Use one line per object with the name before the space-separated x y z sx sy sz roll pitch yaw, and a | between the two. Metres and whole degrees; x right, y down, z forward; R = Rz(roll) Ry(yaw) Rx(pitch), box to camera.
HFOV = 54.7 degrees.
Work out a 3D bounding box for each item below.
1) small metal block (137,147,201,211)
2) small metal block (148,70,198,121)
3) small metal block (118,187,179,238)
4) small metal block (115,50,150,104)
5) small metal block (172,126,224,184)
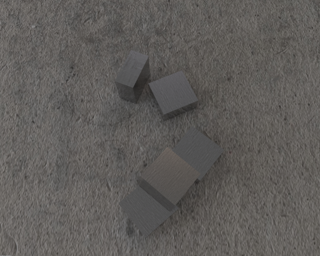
small metal block | 0.010 0.059 0.363 0.050 0.025 0.050 39 60 10
small metal block | 0.018 -0.044 0.424 0.050 0.025 0.050 -23 72 -8
small metal block | -0.013 0.095 0.373 0.050 0.025 0.050 -39 75 -13
small metal block | -0.036 -0.068 0.419 0.025 0.050 0.050 21 72 7
small metal block | 0.045 0.035 0.396 0.050 0.025 0.050 38 74 12
